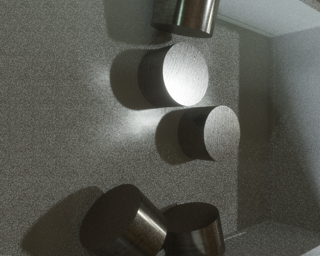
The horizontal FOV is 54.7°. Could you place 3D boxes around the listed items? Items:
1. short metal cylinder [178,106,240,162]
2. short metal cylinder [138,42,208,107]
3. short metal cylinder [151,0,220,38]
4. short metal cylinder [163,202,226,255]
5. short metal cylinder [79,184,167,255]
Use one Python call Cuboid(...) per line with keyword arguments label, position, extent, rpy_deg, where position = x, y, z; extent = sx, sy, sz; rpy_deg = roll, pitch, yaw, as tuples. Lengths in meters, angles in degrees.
Cuboid(label="short metal cylinder", position=(0.073, 0.008, 0.454), extent=(0.081, 0.050, 0.079), rpy_deg=(0, 90, -40))
Cuboid(label="short metal cylinder", position=(0.018, -0.068, 0.407), extent=(0.081, 0.050, 0.079), rpy_deg=(0, 90, -40))
Cuboid(label="short metal cylinder", position=(0.032, -0.148, 0.393), extent=(0.081, 0.080, 0.050), rpy_deg=(3, 102, -40))
Cuboid(label="short metal cylinder", position=(0.042, 0.139, 0.409), extent=(0.081, 0.080, 0.050), rpy_deg=(-20, 103, -39))
Cuboid(label="short metal cylinder", position=(-0.040, 0.109, 0.339), extent=(0.050, 0.080, 0.080), rpy_deg=(52, 59, -28))
